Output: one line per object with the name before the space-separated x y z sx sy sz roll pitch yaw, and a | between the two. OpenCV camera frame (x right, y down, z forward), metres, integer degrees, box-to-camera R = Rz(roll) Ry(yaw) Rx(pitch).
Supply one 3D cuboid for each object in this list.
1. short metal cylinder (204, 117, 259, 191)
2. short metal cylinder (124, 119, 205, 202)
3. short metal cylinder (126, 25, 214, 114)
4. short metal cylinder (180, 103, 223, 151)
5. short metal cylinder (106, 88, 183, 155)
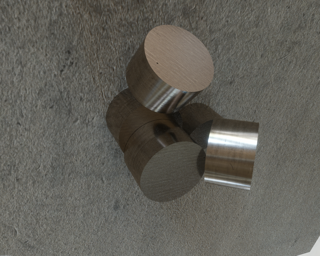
short metal cylinder | 0.085 0.030 0.366 0.050 0.080 0.079 8 124 16
short metal cylinder | 0.005 0.037 0.354 0.081 0.050 0.079 -14 125 -21
short metal cylinder | 0.010 -0.062 0.333 0.081 0.080 0.050 0 157 -29
short metal cylinder | 0.055 0.011 0.430 0.081 0.050 0.079 -14 125 -21
short metal cylinder | -0.020 -0.006 0.379 0.081 0.050 0.079 -14 125 -21
